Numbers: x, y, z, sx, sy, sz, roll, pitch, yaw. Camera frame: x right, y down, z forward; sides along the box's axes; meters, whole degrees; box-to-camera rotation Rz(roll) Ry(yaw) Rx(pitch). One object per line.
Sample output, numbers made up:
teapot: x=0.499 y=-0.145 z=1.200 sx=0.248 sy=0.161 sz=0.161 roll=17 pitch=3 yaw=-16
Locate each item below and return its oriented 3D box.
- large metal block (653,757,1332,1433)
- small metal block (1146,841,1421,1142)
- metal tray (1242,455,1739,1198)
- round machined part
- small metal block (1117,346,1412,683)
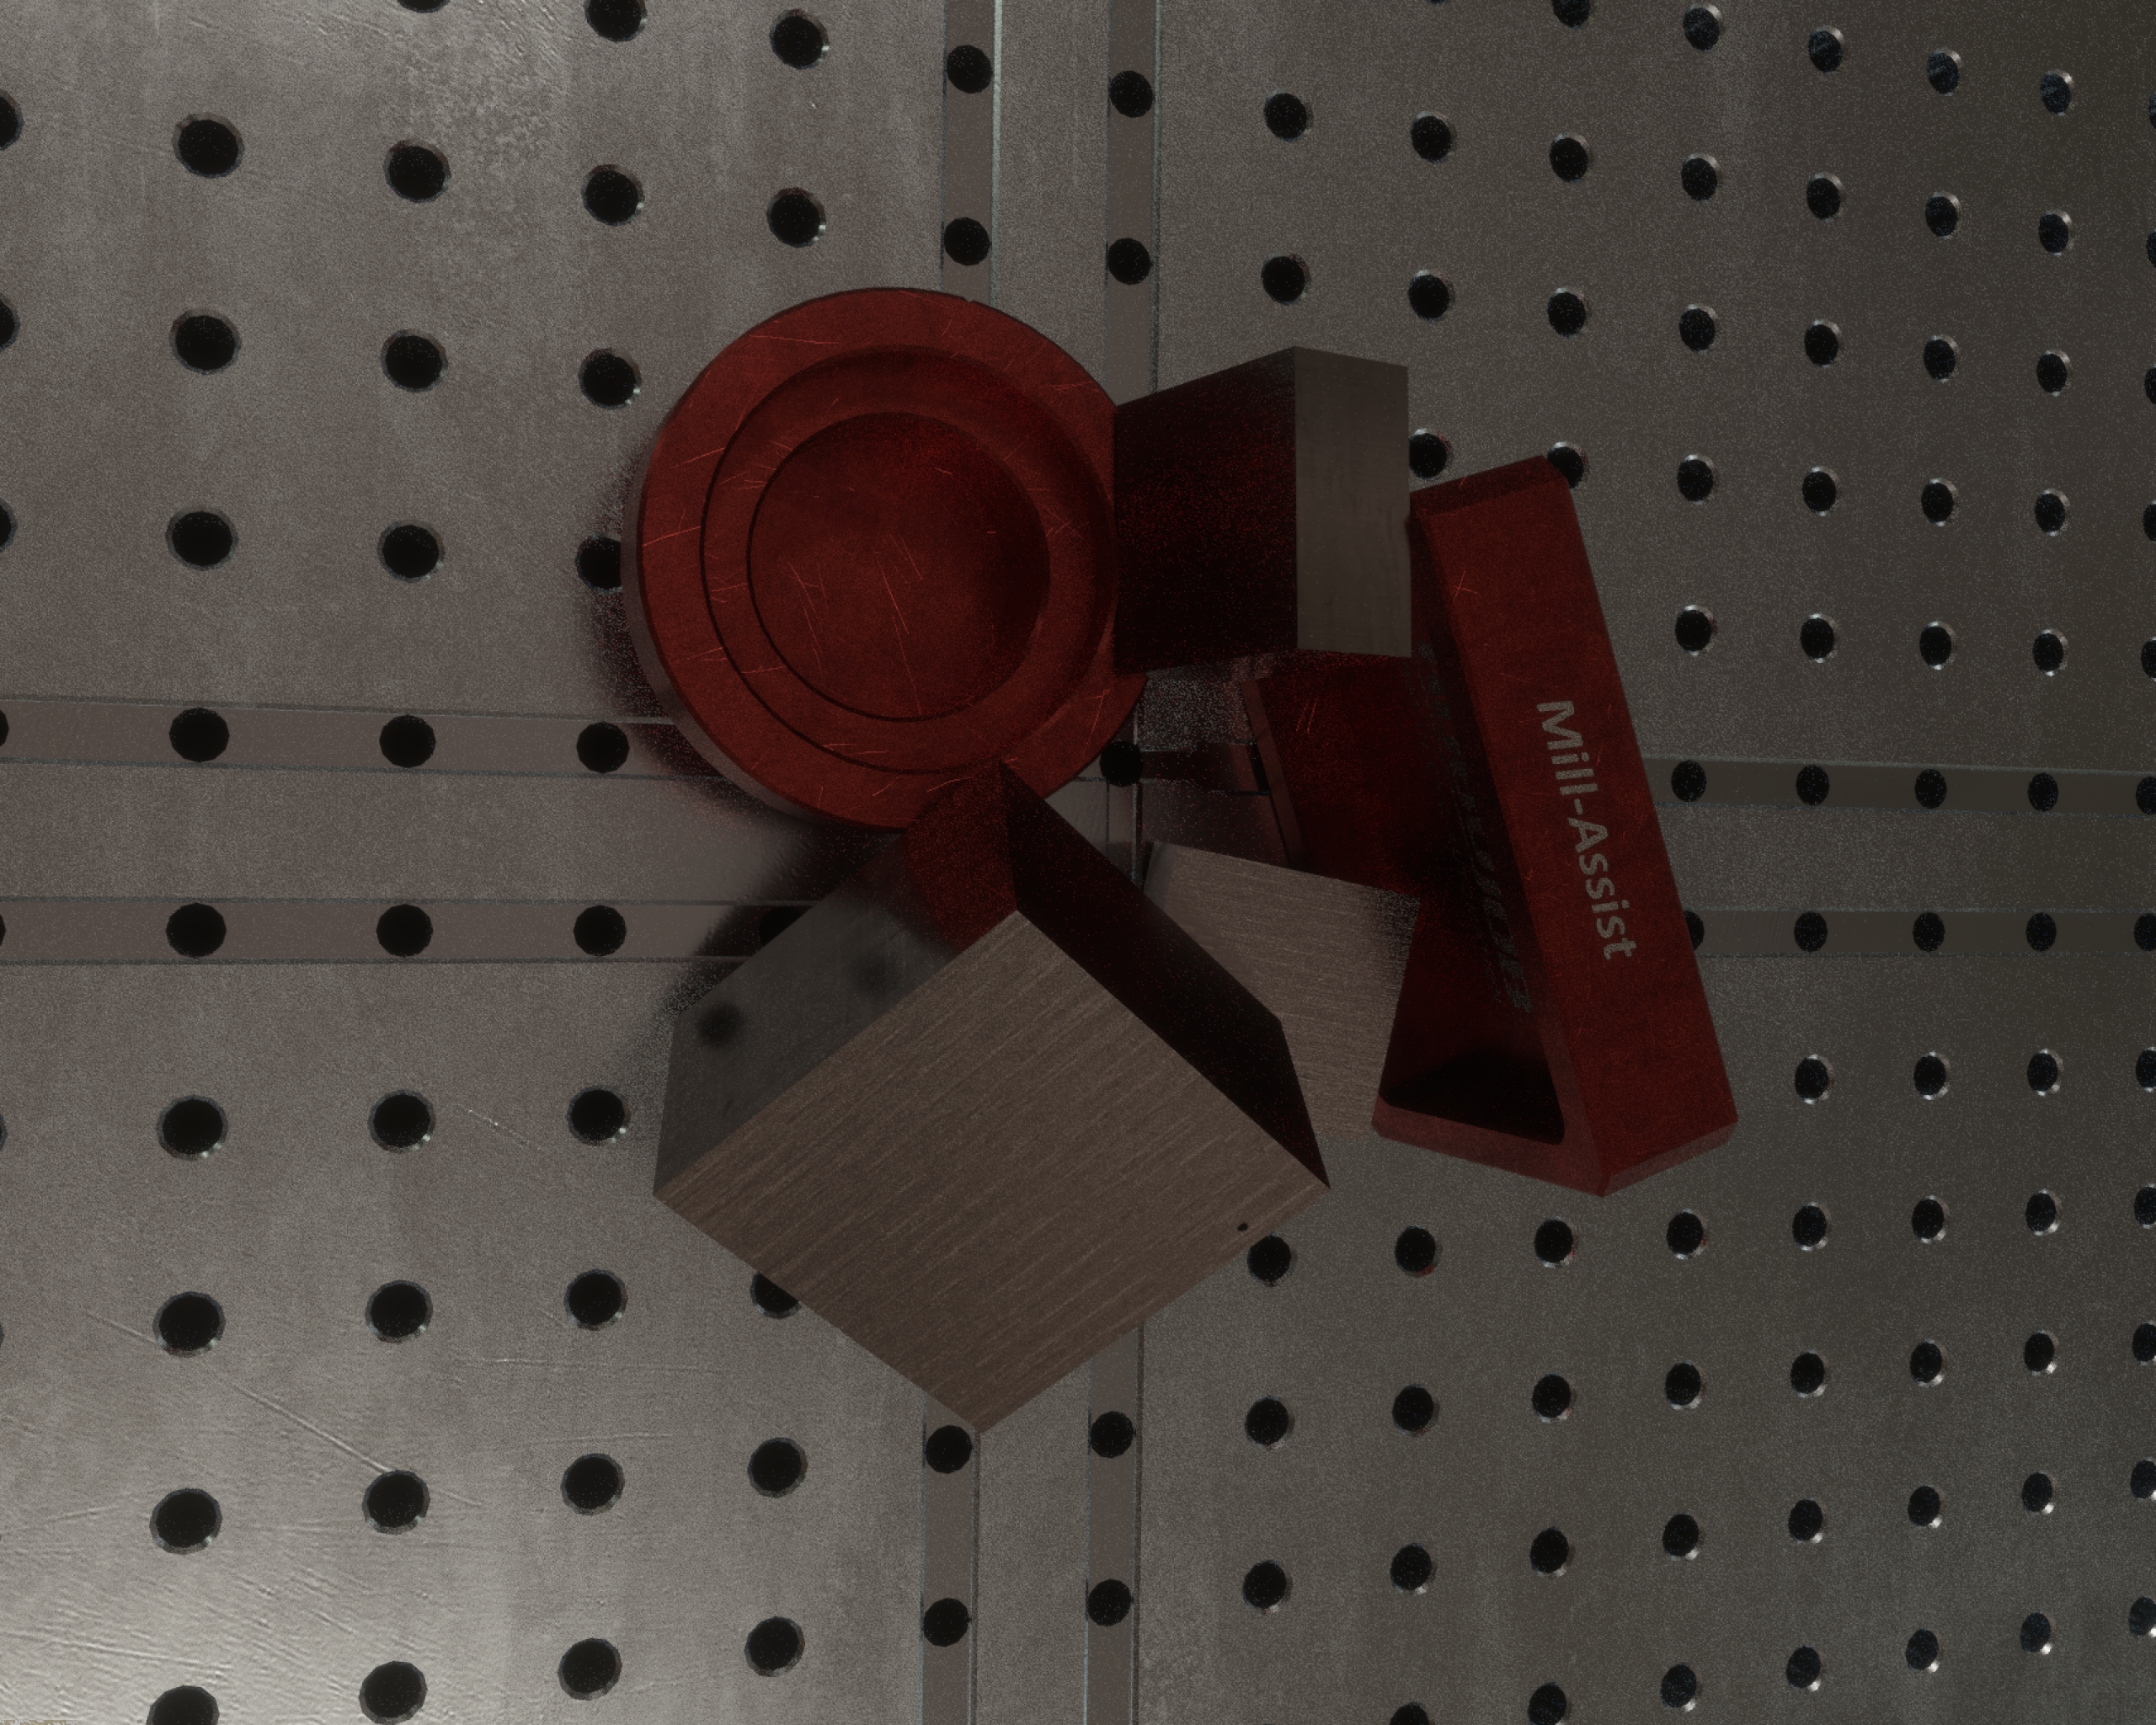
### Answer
large metal block: x=-0.016 y=0.042 z=0.370 sx=0.080 sy=0.050 sz=0.080 roll=-38 pitch=118 yaw=16
small metal block: x=0.037 y=0.026 z=0.422 sx=0.050 sy=0.025 sz=0.050 roll=12 pitch=90 yaw=-9
metal tray: x=0.074 y=-0.006 z=0.407 sx=0.030 sy=0.090 sz=0.129 roll=-19 pitch=97 yaw=-19
round machined part: x=-0.036 y=-0.054 z=0.391 sx=0.099 sy=0.042 sz=0.097 roll=0 pitch=90 yaw=-21
small metal block: x=0.032 y=-0.059 z=0.368 sx=0.025 sy=0.050 sz=0.050 roll=0 pitch=89 yaw=-35
